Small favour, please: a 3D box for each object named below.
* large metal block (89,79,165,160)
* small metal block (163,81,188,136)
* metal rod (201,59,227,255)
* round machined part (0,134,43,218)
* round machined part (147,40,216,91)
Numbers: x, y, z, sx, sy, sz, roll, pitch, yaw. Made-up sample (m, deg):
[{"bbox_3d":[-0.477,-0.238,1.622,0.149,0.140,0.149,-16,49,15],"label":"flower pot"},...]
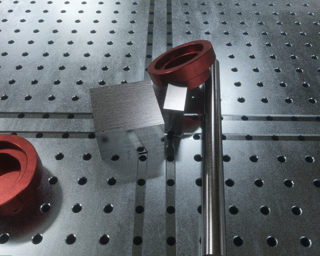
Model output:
[{"bbox_3d":[-0.043,-0.012,0.401,0.081,0.050,0.080,-10,51,-9],"label":"large metal block"},{"bbox_3d":[0.020,-0.026,0.413,0.025,0.050,0.050,7,51,6],"label":"small metal block"},{"bbox_3d":[0.067,0.012,0.397,0.025,0.025,0.300,4,50,3],"label":"metal rod"},{"bbox_3d":[-0.182,0.057,0.347,0.099,0.042,0.098,0,50,0],"label":"round machined part"},{"bbox_3d":[0.035,-0.086,0.451,0.098,0.042,0.098,-20,29,12],"label":"round machined part"}]
